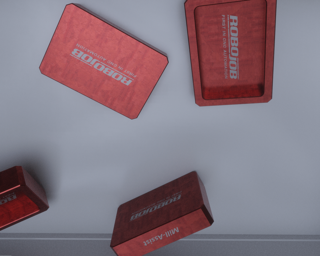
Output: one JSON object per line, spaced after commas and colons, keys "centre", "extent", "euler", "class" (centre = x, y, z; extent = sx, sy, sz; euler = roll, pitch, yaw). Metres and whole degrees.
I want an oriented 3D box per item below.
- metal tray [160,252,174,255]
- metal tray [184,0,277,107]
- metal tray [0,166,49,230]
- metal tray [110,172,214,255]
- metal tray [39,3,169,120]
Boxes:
{"centre": [0.042, 0.268, 0.510], "extent": [0.131, 0.030, 0.089], "euler": [26, 108, -10], "class": "metal tray"}
{"centre": [0.080, -0.089, 0.352], "extent": [0.090, 0.030, 0.129], "euler": [-3, 125, 12], "class": "metal tray"}
{"centre": [-0.223, 0.104, 0.398], "extent": [0.131, 0.030, 0.090], "euler": [-23, 148, -12], "class": "metal tray"}
{"centre": [0.001, 0.117, 0.419], "extent": [0.130, 0.090, 0.030], "euler": [-26, 108, 9], "class": "metal tray"}
{"centre": [-0.066, -0.079, 0.379], "extent": [0.131, 0.030, 0.090], "euler": [27, 108, -10], "class": "metal tray"}
